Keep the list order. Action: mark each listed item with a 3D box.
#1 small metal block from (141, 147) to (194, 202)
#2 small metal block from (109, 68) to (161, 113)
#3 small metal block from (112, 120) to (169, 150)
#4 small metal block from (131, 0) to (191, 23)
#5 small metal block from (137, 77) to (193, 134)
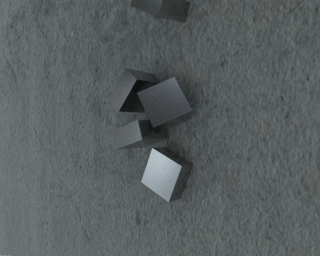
[{"bbox_3d":[0.008,0.058,0.396,0.050,0.025,0.050,29,108,36],"label":"small metal block"},{"bbox_3d":[-0.032,-0.048,0.413,0.025,0.050,0.050,48,118,29],"label":"small metal block"},{"bbox_3d":[-0.026,0.009,0.407,0.050,0.050,0.025,-22,76,39],"label":"small metal block"},{"bbox_3d":[0.001,-0.154,0.386,0.050,0.050,0.025,27,107,36],"label":"small metal block"},{"bbox_3d":[0.006,-0.027,0.381,0.050,0.025,0.050,-24,71,-5],"label":"small metal block"}]
